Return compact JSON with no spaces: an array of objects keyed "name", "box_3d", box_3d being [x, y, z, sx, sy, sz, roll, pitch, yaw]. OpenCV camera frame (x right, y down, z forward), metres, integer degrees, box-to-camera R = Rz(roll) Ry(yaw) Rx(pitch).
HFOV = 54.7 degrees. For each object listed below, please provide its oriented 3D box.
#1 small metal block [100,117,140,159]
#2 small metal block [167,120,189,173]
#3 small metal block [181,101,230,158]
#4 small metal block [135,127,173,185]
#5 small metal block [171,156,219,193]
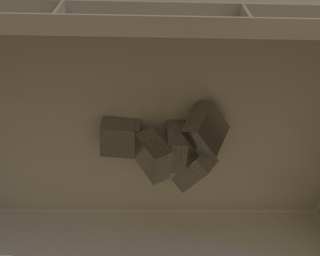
[{"name":"small metal block","box_3d":[-0.054,0.014,0.417,0.050,0.025,0.050,5,130,-5]},{"name":"small metal block","box_3d":[0.022,0.024,0.412,0.025,0.050,0.050,1,130,-1]},{"name":"small metal block","box_3d":[0.058,0.002,0.389,0.025,0.050,0.050,0,140,44]},{"name":"small metal block","box_3d":[-0.009,0.036,0.397,0.025,0.050,0.050,-21,138,-24]},{"name":"small metal block","box_3d":[0.050,0.059,0.439,0.025,0.050,0.050,50,120,6]}]
